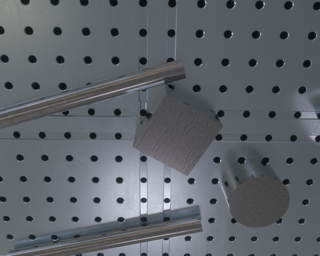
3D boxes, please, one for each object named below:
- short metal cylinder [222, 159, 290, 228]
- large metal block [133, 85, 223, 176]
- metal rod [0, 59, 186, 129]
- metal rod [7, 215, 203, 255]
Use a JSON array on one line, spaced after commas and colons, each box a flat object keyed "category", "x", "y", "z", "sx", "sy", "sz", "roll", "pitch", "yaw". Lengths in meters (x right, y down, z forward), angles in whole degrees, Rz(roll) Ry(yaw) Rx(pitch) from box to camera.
[{"category": "short metal cylinder", "x": 0.132, "y": 0.091, "z": 0.435, "sx": 0.081, "sy": 0.050, "sz": 0.079, "roll": 0, "pitch": 110, "yaw": 0}, {"category": "large metal block", "x": 0.021, "y": 0.002, "z": 0.401, "sx": 0.080, "sy": 0.050, "sz": 0.080, "roll": 29, "pitch": 107, "yaw": -11}, {"category": "metal rod", "x": -0.116, "y": -0.036, "z": 0.398, "sx": 0.301, "sy": 0.025, "sz": 0.025, "roll": -15, "pitch": 110, "yaw": 5}, {"category": "metal rod", "x": -0.085, "y": 0.174, "z": 0.476, "sx": 0.302, "sy": 0.025, "sz": 0.025, "roll": -12, "pitch": 110, "yaw": 4}]
